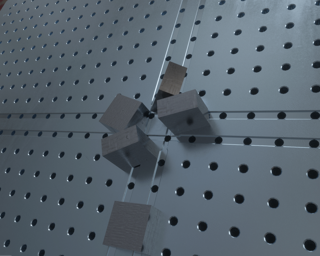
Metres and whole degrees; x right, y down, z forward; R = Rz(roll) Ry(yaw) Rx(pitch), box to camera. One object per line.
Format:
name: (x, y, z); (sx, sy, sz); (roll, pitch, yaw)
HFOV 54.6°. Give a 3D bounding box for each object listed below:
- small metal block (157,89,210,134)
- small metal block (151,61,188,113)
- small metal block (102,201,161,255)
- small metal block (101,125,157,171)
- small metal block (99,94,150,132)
small metal block: (0.030, -0.019, 0.388); (0.050, 0.050, 0.025); (-15, 60, 20)
small metal block: (0.012, -0.051, 0.411); (0.025, 0.050, 0.050); (21, 58, -3)
small metal block: (-0.032, 0.114, 0.356); (0.050, 0.025, 0.050); (-1, 61, 28)
small metal block: (-0.039, 0.027, 0.398); (0.050, 0.050, 0.025); (-22, 54, 15)
small metal block: (-0.051, -0.017, 0.447); (0.050, 0.025, 0.050); (22, 74, 36)
